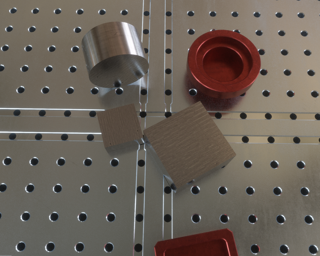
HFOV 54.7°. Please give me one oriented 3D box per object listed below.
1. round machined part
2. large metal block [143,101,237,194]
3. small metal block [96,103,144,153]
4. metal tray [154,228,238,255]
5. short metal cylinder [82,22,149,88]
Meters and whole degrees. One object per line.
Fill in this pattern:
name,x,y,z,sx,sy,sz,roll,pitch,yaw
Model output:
round machined part,0.086,-0.085,0.435,0.099,0.042,0.098,0,70,-1
large metal block,0.035,0.026,0.390,0.080,0.050,0.080,-28,73,-10
small metal block,-0.052,0.000,0.411,0.050,0.025,0.050,-15,71,-6
metal tray,0.049,0.185,0.341,0.091,0.030,0.129,-10,70,-4
short metal cylinder,-0.060,-0.096,0.417,0.081,0.080,0.050,-15,71,-6
